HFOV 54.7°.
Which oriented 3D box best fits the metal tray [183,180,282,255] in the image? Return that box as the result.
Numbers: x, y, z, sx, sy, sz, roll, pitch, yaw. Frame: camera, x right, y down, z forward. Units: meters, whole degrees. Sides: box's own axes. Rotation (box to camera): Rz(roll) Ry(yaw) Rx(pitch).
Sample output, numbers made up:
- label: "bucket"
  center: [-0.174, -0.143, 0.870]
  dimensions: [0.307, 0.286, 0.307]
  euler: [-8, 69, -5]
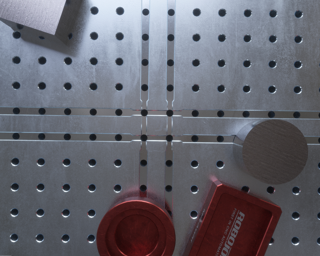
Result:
- label: "metal tray"
  center: [0.092, 0.146, 0.411]
  dimensions: [0.090, 0.030, 0.129]
  euler: [22, 90, 0]

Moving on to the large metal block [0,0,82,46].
- label: "large metal block"
  center: [-0.153, -0.163, 0.399]
  dimensions: [0.080, 0.050, 0.080]
  euler: [18, 90, 0]

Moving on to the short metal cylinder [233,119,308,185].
- label: "short metal cylinder"
  center: [0.140, 0.029, 0.402]
  dimensions: [0.081, 0.050, 0.080]
  euler: [0, 90, 0]

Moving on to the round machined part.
- label: "round machined part"
  center: [-0.030, 0.138, 0.405]
  dimensions: [0.099, 0.042, 0.097]
  euler: [0, 90, 0]
